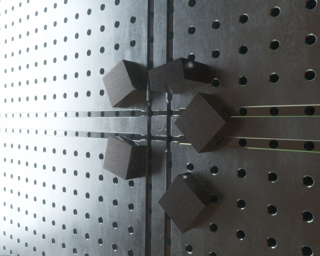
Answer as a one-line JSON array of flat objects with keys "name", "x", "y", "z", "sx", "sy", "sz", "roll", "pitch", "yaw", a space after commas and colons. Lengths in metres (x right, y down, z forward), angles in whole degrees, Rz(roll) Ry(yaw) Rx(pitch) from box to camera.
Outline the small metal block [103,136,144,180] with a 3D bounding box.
[{"name": "small metal block", "x": -0.054, "y": 0.043, "z": 0.455, "sx": 0.050, "sy": 0.025, "sz": 0.050, "roll": 19, "pitch": 102, "yaw": 38}]

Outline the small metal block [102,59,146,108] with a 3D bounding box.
[{"name": "small metal block", "x": -0.053, "y": -0.064, "z": 0.455, "sx": 0.050, "sy": 0.025, "sz": 0.050, "roll": -33, "pitch": 69, "yaw": 35}]

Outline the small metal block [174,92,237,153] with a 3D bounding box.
[{"name": "small metal block", "x": 0.052, "y": -0.006, "z": 0.367, "sx": 0.050, "sy": 0.025, "sz": 0.050, "roll": 52, "pitch": 121, "yaw": 27}]

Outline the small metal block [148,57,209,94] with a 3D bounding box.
[{"name": "small metal block", "x": 0.022, "y": -0.061, "z": 0.376, "sx": 0.050, "sy": 0.050, "sz": 0.025, "roll": -14, "pitch": 81, "yaw": 39}]

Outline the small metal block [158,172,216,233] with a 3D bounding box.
[{"name": "small metal block", "x": 0.032, "y": 0.092, "z": 0.384, "sx": 0.050, "sy": 0.025, "sz": 0.050, "roll": 47, "pitch": 118, "yaw": 30}]
